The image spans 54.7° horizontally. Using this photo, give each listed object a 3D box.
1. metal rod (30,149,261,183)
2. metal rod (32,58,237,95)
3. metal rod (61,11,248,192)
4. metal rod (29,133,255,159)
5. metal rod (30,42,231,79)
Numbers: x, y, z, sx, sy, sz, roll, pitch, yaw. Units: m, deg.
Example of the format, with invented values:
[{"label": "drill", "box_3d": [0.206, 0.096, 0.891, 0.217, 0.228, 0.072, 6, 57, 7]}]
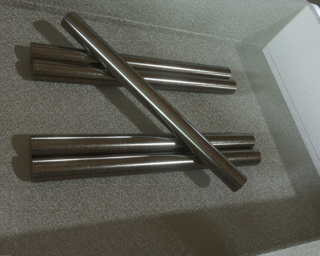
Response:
[{"label": "metal rod", "box_3d": [0.005, 0.042, 0.380, 0.303, 0.025, 0.025, 0, 62, -28]}, {"label": "metal rod", "box_3d": [-0.017, -0.068, 0.436, 0.303, 0.025, 0.025, 0, 62, -28]}, {"label": "metal rod", "box_3d": [-0.009, -0.034, 0.388, 0.300, 0.025, 0.025, 44, 51, 2]}, {"label": "metal rod", "box_3d": [0.000, 0.020, 0.391, 0.303, 0.025, 0.025, 0, 62, -28]}, {"label": "metal rod", "box_3d": [-0.023, -0.090, 0.446, 0.303, 0.025, 0.025, 0, 62, -28]}]
